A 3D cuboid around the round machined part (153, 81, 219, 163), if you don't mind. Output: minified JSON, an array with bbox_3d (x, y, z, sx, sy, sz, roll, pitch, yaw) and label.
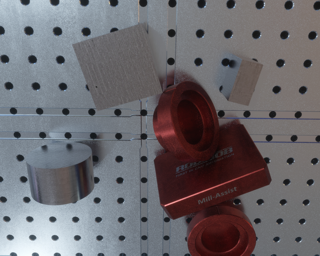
[{"bbox_3d":[0.029,-0.005,0.381,0.042,0.098,0.098,-15,113,40],"label":"round machined part"}]

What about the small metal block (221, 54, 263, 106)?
[{"bbox_3d":[0.098,-0.060,0.379,0.025,0.050,0.050,13,110,-5],"label":"small metal block"}]

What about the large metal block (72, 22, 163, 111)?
[{"bbox_3d":[-0.046,-0.075,0.372,0.080,0.050,0.080,-15,109,5],"label":"large metal block"}]

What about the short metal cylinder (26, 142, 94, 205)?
[{"bbox_3d":[-0.128,0.056,0.404,0.081,0.080,0.050,0,110,0],"label":"short metal cylinder"}]

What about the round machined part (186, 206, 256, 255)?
[{"bbox_3d":[0.089,0.157,0.463,0.099,0.042,0.097,0,110,0],"label":"round machined part"}]

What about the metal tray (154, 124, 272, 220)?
[{"bbox_3d":[0.061,0.053,0.396,0.130,0.090,0.030,-22,125,8],"label":"metal tray"}]
